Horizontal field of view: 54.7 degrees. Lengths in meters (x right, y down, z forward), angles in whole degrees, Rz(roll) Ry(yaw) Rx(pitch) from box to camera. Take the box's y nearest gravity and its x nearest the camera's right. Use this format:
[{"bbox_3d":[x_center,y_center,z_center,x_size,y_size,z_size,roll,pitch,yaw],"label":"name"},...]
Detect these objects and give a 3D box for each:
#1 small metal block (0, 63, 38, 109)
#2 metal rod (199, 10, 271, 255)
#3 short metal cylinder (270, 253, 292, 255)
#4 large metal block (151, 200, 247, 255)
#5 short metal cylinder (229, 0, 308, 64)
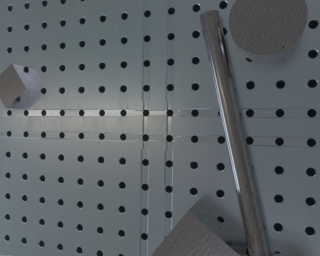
[{"bbox_3d":[-0.231,-0.066,0.494,0.050,0.025,0.050,-36,79,16],"label":"small metal block"},{"bbox_3d":[0.091,0.003,0.380,0.025,0.025,0.298,-12,86,19],"label":"metal rod"},{"bbox_3d":[0.138,0.191,0.351,0.080,0.050,0.079,0,90,20],"label":"short metal cylinder"},{"bbox_3d":[0.048,0.151,0.382,0.080,0.050,0.080,40,102,15],"label":"large metal block"},{"bbox_3d":[0.123,-0.118,0.356,0.080,0.050,0.079,0,90,19],"label":"short metal cylinder"}]
